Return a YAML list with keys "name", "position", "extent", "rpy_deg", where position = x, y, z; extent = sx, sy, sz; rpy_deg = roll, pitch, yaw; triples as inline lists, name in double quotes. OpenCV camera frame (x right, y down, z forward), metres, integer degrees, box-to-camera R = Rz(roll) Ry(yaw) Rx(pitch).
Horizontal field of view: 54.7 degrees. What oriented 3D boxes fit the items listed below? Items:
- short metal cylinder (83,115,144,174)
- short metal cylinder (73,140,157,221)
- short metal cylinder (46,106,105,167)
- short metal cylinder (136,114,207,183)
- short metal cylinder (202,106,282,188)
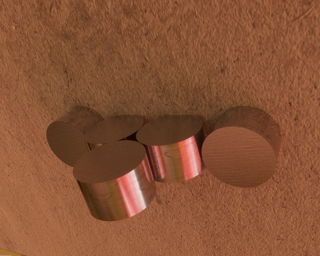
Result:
- name: "short metal cylinder"
  position: [-0.055, 0.022, 0.415]
  extent: [0.080, 0.080, 0.050]
  rpy_deg: [0, 119, 28]
- name: "short metal cylinder"
  position: [-0.049, 0.056, 0.343]
  extent: [0.080, 0.080, 0.050]
  rpy_deg: [1, 120, 28]
- name: "short metal cylinder"
  position: [-0.120, 0.013, 0.464]
  extent: [0.080, 0.050, 0.079]
  rpy_deg: [13, 124, 20]
- name: "short metal cylinder"
  position: [0.016, 0.023, 0.379]
  extent: [0.080, 0.080, 0.050]
  rpy_deg: [0, 118, 28]
- name: "short metal cylinder"
  position: [0.094, 0.021, 0.355]
  extent: [0.080, 0.050, 0.079]
  rpy_deg: [13, 124, 20]
